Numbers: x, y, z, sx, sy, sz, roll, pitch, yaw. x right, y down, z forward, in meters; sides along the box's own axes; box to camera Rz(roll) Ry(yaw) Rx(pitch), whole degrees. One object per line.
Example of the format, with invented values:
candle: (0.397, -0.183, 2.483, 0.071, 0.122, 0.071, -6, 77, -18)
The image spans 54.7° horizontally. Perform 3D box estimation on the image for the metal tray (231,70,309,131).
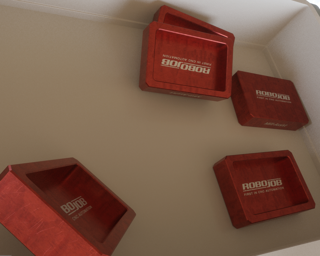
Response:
metal tray: (0.184, -0.045, 0.529, 0.131, 0.030, 0.090, 5, 60, -26)

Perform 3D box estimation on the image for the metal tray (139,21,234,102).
metal tray: (0.039, -0.091, 0.440, 0.131, 0.030, 0.090, 6, 84, -21)

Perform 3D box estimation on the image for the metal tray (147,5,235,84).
metal tray: (0.047, -0.121, 0.478, 0.131, 0.030, 0.090, 15, 80, -20)

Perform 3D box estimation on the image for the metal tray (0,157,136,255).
metal tray: (-0.072, 0.067, 0.261, 0.090, 0.130, 0.030, 41, 90, 5)

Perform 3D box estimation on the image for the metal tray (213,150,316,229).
metal tray: (0.146, 0.081, 0.431, 0.131, 0.030, 0.090, -2, 63, -29)
